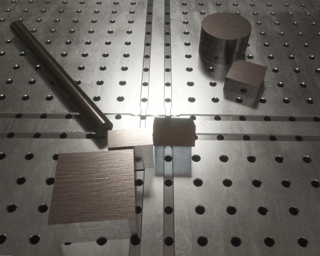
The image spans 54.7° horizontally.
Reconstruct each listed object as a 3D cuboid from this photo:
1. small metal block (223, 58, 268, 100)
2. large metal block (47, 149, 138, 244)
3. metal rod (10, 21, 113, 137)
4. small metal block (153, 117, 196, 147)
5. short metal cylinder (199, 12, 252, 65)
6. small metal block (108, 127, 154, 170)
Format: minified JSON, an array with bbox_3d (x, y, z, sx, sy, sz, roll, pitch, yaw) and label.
[{"bbox_3d":[0.131,-0.076,0.473,0.050,0.025,0.050,21,53,16],"label":"small metal block"},{"bbox_3d":[-0.066,0.072,0.330,0.081,0.050,0.080,-3,50,-3],"label":"large metal block"},{"bbox_3d":[-0.164,-0.089,0.480,0.025,0.025,0.300,-31,57,-23],"label":"metal rod"},{"bbox_3d":[0.017,0.004,0.388,0.050,0.025,0.050,2,13,0],"label":"small metal block"},{"bbox_3d":[0.107,-0.150,0.519,0.081,0.050,0.080,0,50,0],"label":"short metal cylinder"},{"bbox_3d":[-0.034,0.026,0.369,0.050,0.050,0.025,-4,51,-4],"label":"small metal block"}]
